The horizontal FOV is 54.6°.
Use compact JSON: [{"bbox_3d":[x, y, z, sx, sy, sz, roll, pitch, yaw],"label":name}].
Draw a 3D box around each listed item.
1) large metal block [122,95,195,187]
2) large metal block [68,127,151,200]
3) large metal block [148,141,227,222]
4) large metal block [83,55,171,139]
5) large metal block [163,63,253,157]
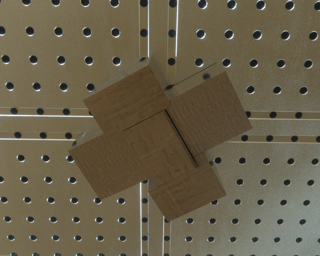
[{"bbox_3d":[0.000,0.012,0.388,0.050,0.080,0.080,-27,108,10],"label":"large metal block"},{"bbox_3d":[-0.060,0.037,0.414,0.080,0.050,0.080,-25,108,9],"label":"large metal block"},{"bbox_3d":[0.033,0.065,0.408,0.080,0.080,0.050,-27,108,9],"label":"large metal block"},{"bbox_3d":[-0.035,-0.040,0.368,0.080,0.080,0.050,-27,108,9],"label":"large metal block"},{"bbox_3d":[0.057,-0.023,0.391,0.080,0.050,0.080,-27,110,9],"label":"large metal block"}]
